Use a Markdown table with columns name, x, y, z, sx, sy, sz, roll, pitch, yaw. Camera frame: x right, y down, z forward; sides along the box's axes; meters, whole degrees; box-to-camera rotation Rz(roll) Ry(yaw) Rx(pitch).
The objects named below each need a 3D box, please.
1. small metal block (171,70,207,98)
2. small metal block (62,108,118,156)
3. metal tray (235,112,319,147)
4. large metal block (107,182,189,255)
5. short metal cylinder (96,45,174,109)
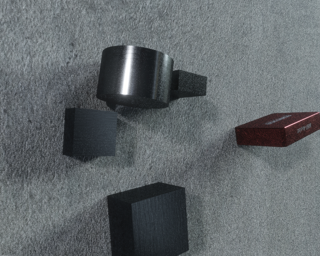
| name | x | y | z | sx | sy | sz | roll | pitch | yaw |
| --- | --- | --- | --- | --- | --- | --- | --- | --- | --- |
| small metal block | 0.026 | -0.057 | 0.410 | 0.050 | 0.050 | 0.025 | 5 | 87 | -40 |
| small metal block | -0.076 | 0.005 | 0.341 | 0.050 | 0.025 | 0.050 | 4 | 87 | -40 |
| metal tray | 0.204 | 0.000 | 0.533 | 0.131 | 0.090 | 0.030 | -16 | 101 | -39 |
| large metal block | -0.013 | 0.117 | 0.378 | 0.081 | 0.050 | 0.079 | -7 | 95 | -40 |
| short metal cylinder | -0.027 | -0.053 | 0.346 | 0.081 | 0.080 | 0.050 | 11 | 83 | -40 |
